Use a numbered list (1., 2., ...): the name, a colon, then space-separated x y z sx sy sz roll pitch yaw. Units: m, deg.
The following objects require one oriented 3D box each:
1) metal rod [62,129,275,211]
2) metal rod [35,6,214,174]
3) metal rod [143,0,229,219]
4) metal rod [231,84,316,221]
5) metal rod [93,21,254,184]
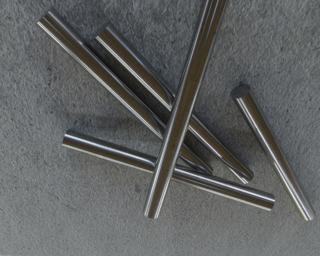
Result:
1. metal rod: 0.016 0.060 0.431 0.302 0.025 0.025 18 128 -5
2. metal rod: -0.023 -0.023 0.386 0.025 0.025 0.300 -31 124 23
3. metal rod: 0.023 -0.009 0.364 0.025 0.025 0.298 10 119 -9
4. metal rod: 0.176 0.052 0.452 0.025 0.025 0.300 -26 126 20
5. metal rod: 0.035 -0.014 0.395 0.025 0.025 0.300 -32 123 24
